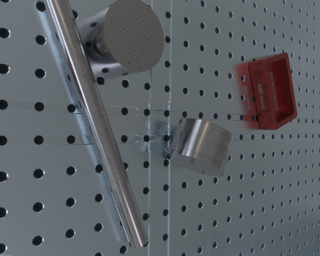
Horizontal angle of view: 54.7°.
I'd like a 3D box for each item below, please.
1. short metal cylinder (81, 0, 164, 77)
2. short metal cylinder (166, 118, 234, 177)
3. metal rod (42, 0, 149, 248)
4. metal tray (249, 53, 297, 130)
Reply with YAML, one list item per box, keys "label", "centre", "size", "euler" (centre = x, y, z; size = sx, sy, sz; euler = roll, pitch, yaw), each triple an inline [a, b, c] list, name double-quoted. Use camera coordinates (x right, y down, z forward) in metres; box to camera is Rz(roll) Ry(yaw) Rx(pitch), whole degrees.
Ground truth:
- label: "short metal cylinder"
  centre: [-0.042, -0.101, 0.357]
  size: [0.081, 0.050, 0.080]
  euler: [0, 90, -40]
- label: "short metal cylinder"
  centre: [0.054, 0.027, 0.418]
  size: [0.080, 0.080, 0.050]
  euler: [33, 70, -35]
- label: "metal rod"
  centre: [-0.067, 0.003, 0.352]
  size: [0.025, 0.025, 0.298]
  euler: [-27, 107, -37]
- label: "metal tray"
  centre: [0.216, -0.070, 0.586]
  size: [0.091, 0.030, 0.129]
  euler: [-23, 105, -38]
